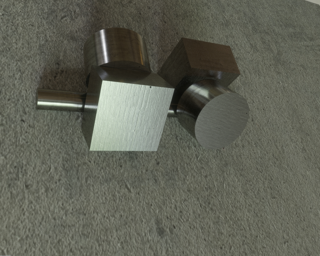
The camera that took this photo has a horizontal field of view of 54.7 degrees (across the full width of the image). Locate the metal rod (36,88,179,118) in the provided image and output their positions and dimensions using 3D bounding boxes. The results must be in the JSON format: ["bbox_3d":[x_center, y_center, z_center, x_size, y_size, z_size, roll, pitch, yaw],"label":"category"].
[{"bbox_3d":[-0.006,-0.028,0.421,0.303,0.025,0.025,2,61,-27],"label":"metal rod"}]

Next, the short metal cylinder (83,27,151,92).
[{"bbox_3d":[-0.053,-0.078,0.388,0.081,0.080,0.050,3,60,-27],"label":"short metal cylinder"}]

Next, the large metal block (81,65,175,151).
[{"bbox_3d":[-0.039,-0.021,0.354,0.081,0.079,0.050,3,26,-27],"label":"large metal block"}]

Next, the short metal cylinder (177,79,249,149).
[{"bbox_3d":[0.069,-0.019,0.411,0.081,0.079,0.050,2,26,-27],"label":"short metal cylinder"}]

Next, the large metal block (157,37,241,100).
[{"bbox_3d":[0.053,-0.078,0.445,0.081,0.080,0.050,1,61,-28],"label":"large metal block"}]
